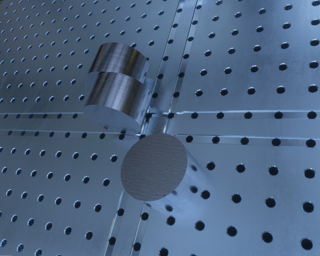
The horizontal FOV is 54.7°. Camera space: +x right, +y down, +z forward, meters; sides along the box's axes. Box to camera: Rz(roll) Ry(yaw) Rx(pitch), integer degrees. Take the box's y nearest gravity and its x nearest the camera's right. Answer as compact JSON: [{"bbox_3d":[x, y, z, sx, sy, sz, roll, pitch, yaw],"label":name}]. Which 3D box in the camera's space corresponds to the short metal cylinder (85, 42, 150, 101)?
[{"bbox_3d":[-0.061,-0.078,0.451,0.080,0.080,0.050,3,63,29],"label":"short metal cylinder"}]

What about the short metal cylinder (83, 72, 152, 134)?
[{"bbox_3d":[-0.057,-0.032,0.421,0.080,0.080,0.050,4,64,29],"label":"short metal cylinder"}]

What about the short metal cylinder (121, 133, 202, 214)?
[{"bbox_3d":[0.002,0.053,0.357,0.080,0.050,0.080,-13,56,20],"label":"short metal cylinder"}]
